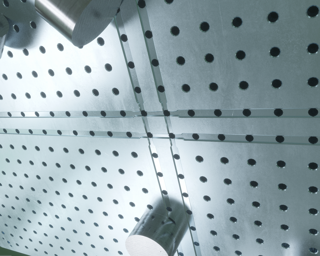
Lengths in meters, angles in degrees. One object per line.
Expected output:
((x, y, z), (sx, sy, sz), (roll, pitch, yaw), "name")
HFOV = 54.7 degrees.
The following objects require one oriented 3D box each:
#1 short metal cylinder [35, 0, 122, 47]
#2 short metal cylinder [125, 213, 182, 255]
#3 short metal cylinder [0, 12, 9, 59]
((-0.086, -0.136, 0.337), (0.050, 0.080, 0.080), (41, 129, 0), "short metal cylinder")
((-0.010, 0.190, 0.518), (0.080, 0.050, 0.079), (13, 124, 21), "short metal cylinder")
((-0.259, -0.132, 0.430), (0.080, 0.080, 0.050), (41, 129, 0), "short metal cylinder")
